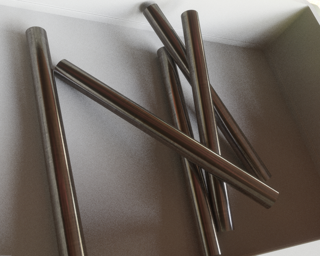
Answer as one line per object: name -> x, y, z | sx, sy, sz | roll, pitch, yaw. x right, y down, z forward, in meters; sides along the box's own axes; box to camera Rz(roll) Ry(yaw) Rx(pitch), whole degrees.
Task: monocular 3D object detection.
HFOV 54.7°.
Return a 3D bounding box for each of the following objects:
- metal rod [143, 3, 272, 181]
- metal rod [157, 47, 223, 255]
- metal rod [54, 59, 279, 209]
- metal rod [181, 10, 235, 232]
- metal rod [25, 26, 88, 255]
metal rod -> 0.067, -0.052, 0.451 | 0.025, 0.025, 0.299 | -30, 85, -38
metal rod -> 0.033, 0.013, 0.415 | 0.025, 0.025, 0.299 | 4, 60, -27
metal rod -> 0.003, 0.004, 0.373 | 0.301, 0.025, 0.025 | 32, 51, 5
metal rod -> 0.060, -0.020, 0.410 | 0.025, 0.025, 0.299 | 1, 73, -28
metal rod -> -0.115, 0.011, 0.336 | 0.025, 0.025, 0.299 | -4, 64, -30
